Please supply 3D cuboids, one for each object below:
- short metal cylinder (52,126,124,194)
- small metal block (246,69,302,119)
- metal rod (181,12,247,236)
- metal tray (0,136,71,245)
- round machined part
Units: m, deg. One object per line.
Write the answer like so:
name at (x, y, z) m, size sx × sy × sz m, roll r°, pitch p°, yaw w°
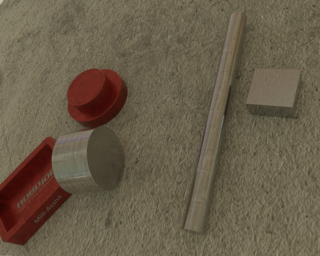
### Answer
short metal cylinder at (-0.088, 0.041, 0.390) m, size 0.050 × 0.080 × 0.080 m, roll -10°, pitch 57°, yaw 23°
small metal block at (0.133, -0.041, 0.359) m, size 0.050 × 0.025 × 0.050 m, roll 8°, pitch 65°, yaw 31°
metal rod at (0.073, -0.024, 0.380) m, size 0.025 × 0.025 × 0.300 m, roll 2°, pitch 63°, yaw 29°
metal tray at (-0.177, 0.086, 0.440) m, size 0.130 × 0.030 × 0.090 m, roll -47°, pitch 51°, yaw -5°
round machined part at (-0.103, -0.053, 0.480) m, size 0.098 × 0.042 × 0.098 m, roll -13°, pitch 56°, yaw 21°
